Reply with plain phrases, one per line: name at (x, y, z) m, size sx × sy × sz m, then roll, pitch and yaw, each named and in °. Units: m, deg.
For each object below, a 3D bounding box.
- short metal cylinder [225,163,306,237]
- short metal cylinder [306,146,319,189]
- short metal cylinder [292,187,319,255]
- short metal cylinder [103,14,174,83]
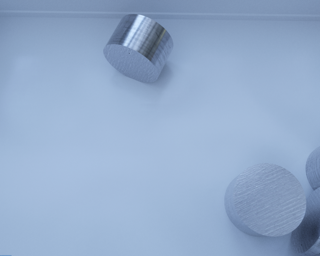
short metal cylinder at (0.121, 0.086, 0.366) m, size 0.081 × 0.050 × 0.080 m, roll 0°, pitch 70°, yaw 0°
short metal cylinder at (0.230, 0.051, 0.379) m, size 0.081 × 0.050 × 0.080 m, roll 0°, pitch 70°, yaw 0°
short metal cylinder at (0.190, 0.112, 0.341) m, size 0.050 × 0.080 × 0.080 m, roll 25°, pitch 72°, yaw 9°
short metal cylinder at (-0.029, -0.105, 0.419) m, size 0.080 × 0.080 × 0.050 m, roll 22°, pitch 72°, yaw 8°
